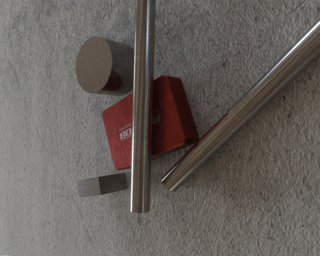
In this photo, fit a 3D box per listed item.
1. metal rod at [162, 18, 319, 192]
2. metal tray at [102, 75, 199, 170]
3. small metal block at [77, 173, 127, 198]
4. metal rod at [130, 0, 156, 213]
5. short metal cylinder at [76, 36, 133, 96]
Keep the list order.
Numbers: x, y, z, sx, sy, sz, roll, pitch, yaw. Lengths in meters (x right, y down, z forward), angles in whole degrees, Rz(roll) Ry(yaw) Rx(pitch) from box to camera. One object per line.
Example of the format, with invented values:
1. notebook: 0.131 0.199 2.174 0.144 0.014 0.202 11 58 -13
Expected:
1. metal rod: 0.099 -0.028 0.323 0.299 0.025 0.025 -49 61 29
2. metal tray: -0.018 -0.003 0.417 0.130 0.030 0.090 -25 74 37
3. small metal block: -0.086 0.085 0.459 0.050 0.050 0.025 -16 80 39
4. metal rod: -0.021 -0.047 0.382 0.025 0.025 0.298 3 91 40
5. short metal cylinder: -0.078 -0.089 0.453 0.080 0.050 0.079 0 90 40
